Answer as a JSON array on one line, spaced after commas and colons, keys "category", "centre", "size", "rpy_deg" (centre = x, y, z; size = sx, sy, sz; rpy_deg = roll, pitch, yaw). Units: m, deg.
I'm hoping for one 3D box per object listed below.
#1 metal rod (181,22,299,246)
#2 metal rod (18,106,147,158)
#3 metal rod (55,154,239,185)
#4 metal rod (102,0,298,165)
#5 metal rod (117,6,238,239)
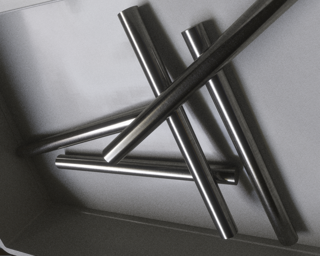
[{"category": "metal rod", "centre": [0.102, 0.020, 0.367], "size": [0.025, 0.025, 0.299], "rpy_deg": [-17, 110, 34]}, {"category": "metal rod", "centre": [-0.125, 0.012, 0.479], "size": [0.300, 0.025, 0.025], "rpy_deg": [-15, 111, 33]}, {"category": "metal rod", "centre": [-0.036, 0.059, 0.462], "size": [0.301, 0.025, 0.025], "rpy_deg": [1, 119, 27]}, {"category": "metal rod", "centre": [0.037, -0.053, 0.318], "size": [0.025, 0.025, 0.299], "rpy_deg": [46, 117, -4]}, {"category": "metal rod", "centre": [0.026, 0.002, 0.373], "size": [0.025, 0.025, 0.299], "rpy_deg": [-18, 103, 35]}]
